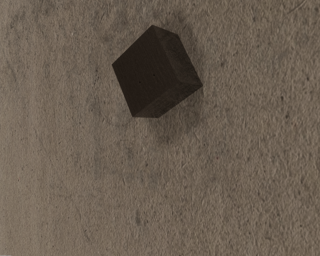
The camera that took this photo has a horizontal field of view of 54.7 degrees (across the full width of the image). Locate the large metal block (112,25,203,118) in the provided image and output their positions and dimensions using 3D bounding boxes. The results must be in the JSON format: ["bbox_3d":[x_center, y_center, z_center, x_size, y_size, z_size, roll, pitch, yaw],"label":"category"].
[{"bbox_3d":[-0.005,-0.067,0.391,0.080,0.050,0.080,-35,69,34],"label":"large metal block"}]
